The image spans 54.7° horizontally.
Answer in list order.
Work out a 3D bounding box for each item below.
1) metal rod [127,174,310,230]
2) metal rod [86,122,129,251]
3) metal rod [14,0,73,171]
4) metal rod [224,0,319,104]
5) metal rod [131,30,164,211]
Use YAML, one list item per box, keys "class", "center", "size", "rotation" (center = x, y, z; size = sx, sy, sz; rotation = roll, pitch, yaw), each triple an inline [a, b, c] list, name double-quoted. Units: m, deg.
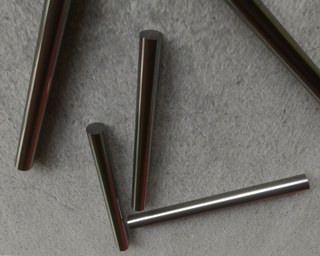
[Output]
- class: "metal rod"
  center: [0.088, 0.125, 0.515]
  size: [0.301, 0.025, 0.025]
  rotation: [-17, 128, 13]
- class: "metal rod"
  center: [-0.078, 0.114, 0.502]
  size: [0.025, 0.025, 0.298]
  rotation: [-2, 130, 1]
- class: "metal rod"
  center: [-0.138, -0.052, 0.360]
  size: [0.025, 0.025, 0.298]
  rotation: [18, 128, -15]
- class: "metal rod"
  center: [0.126, -0.093, 0.329]
  size: [0.301, 0.025, 0.025]
  rotation: [35, 122, -27]
- class: "metal rod"
  center: [-0.022, 0.015, 0.419]
  size: [0.025, 0.025, 0.298]
  rotation: [4, 130, -4]
